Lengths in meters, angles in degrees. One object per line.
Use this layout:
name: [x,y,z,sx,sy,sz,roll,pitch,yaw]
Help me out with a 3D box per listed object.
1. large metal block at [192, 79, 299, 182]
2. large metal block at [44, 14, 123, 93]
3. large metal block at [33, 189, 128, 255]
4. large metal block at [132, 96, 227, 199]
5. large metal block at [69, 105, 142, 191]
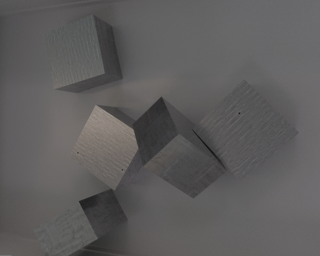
large metal block: [0.099,0.003,0.362,0.080,0.050,0.080,-45,76,14]
large metal block: [-0.107,-0.100,0.435,0.080,0.050,0.080,-13,86,19]
large metal block: [-0.104,0.130,0.418,0.080,0.080,0.050,-33,79,17]
large metal block: [0.020,0.022,0.356,0.050,0.080,0.080,-44,32,15]
large metal block: [-0.061,0.024,0.419,0.080,0.050,0.080,33,101,17]
